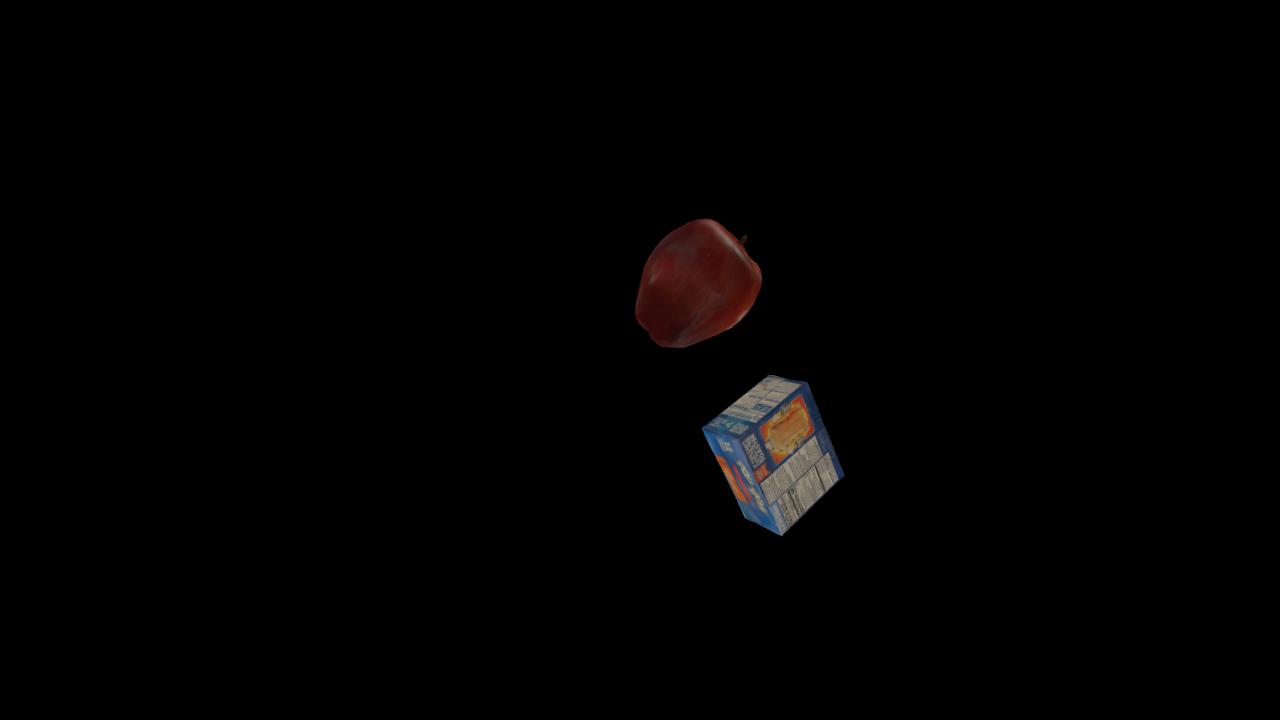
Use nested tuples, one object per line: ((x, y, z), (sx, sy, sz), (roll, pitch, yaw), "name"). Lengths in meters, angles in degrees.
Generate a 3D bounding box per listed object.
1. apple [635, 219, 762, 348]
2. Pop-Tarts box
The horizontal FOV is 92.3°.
((0.038, -0.052, 0.421), (0.093, 0.079, 0.079), (-45, -18, 19), "apple")
((0.190, 0.130, 0.868), (0.141, 0.167, 0.083), (-36, 21, -23), "Pop-Tarts box")
